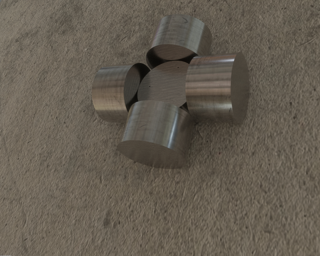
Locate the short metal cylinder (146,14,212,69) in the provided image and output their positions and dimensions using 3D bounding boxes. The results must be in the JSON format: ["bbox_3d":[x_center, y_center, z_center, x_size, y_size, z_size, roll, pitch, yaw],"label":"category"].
[{"bbox_3d":[0.026,-0.105,0.419,0.080,0.080,0.050,2,63,28],"label":"short metal cylinder"}]

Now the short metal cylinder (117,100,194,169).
[{"bbox_3d":[-0.004,0.010,0.364,0.080,0.080,0.050,0,62,28],"label":"short metal cylinder"}]

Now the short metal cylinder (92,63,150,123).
[{"bbox_3d":[-0.046,-0.047,0.422,0.050,0.080,0.080,2,63,29],"label":"short metal cylinder"}]

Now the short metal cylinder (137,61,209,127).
[{"bbox_3d":[0.018,-0.040,0.404,0.080,0.050,0.080,-13,56,20],"label":"short metal cylinder"}]

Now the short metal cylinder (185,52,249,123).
[{"bbox_3d":[0.069,-0.046,0.361,0.050,0.080,0.080,2,63,29],"label":"short metal cylinder"}]
